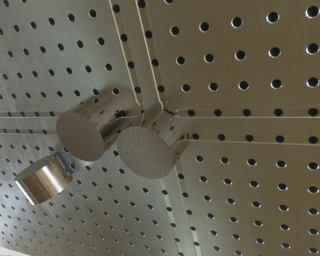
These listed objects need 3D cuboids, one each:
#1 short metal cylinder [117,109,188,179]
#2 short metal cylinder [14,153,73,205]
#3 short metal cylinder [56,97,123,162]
[{"bbox_3d":[-0.010,0.021,0.413,0.080,0.050,0.079,13,124,21],"label":"short metal cylinder"},{"bbox_3d":[-0.200,0.086,0.535,0.080,0.080,0.050,-16,110,34],"label":"short metal cylinder"},{"bbox_3d":[-0.101,0.002,0.450,0.080,0.050,0.079,13,124,21],"label":"short metal cylinder"}]
